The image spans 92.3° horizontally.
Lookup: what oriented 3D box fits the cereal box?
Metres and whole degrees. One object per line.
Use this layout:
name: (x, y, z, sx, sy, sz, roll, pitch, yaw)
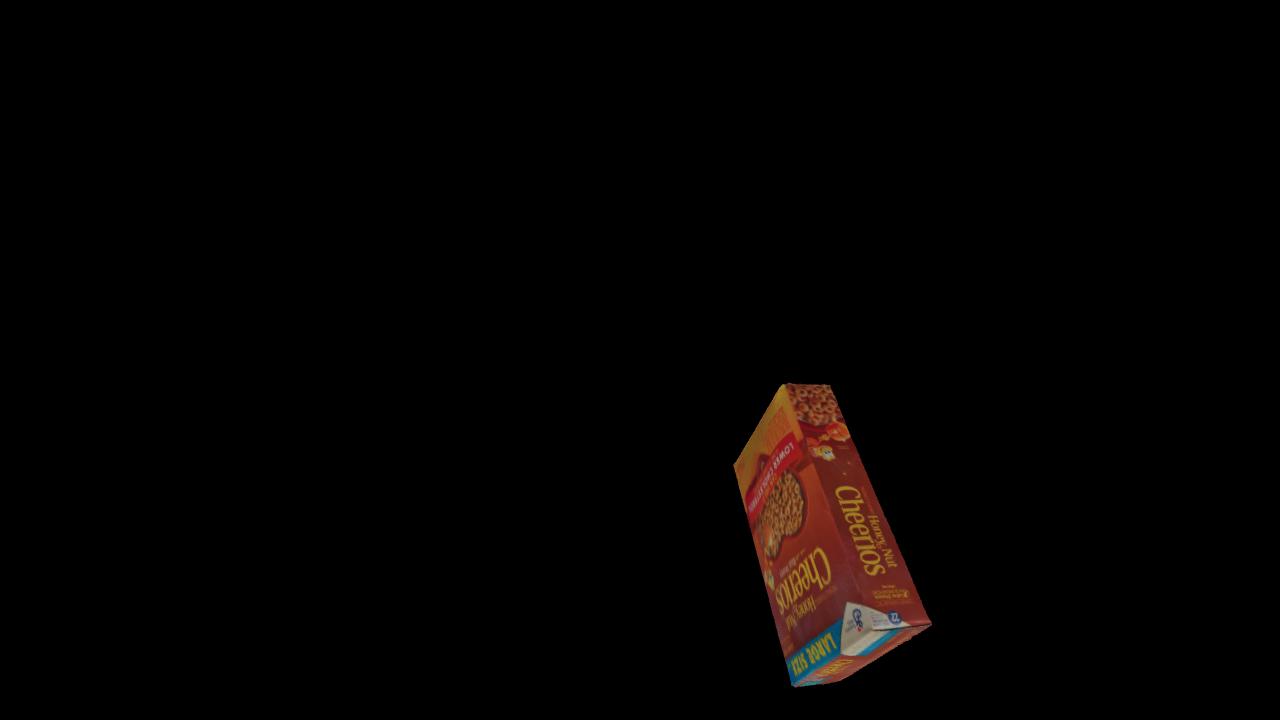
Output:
cereal box: (0.210, 0.208, 0.753, 0.081, 0.306, 0.203, 2, -40, -13)
